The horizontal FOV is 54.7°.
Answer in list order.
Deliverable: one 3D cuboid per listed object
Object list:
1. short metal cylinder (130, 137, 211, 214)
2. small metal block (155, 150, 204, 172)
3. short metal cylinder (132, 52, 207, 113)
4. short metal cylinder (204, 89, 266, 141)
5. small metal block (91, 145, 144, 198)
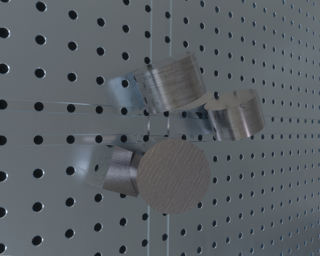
[{"bbox_3d":[0.010,0.051,0.349,0.081,0.050,0.079,0,91,-13],"label":"short metal cylinder"},{"bbox_3d":[0.022,0.042,0.412,0.050,0.050,0.025,-1,91,-40],"label":"small metal block"},{"bbox_3d":[0.012,-0.057,0.384,0.081,0.080,0.050,-33,111,-35],"label":"short metal cylinder"},{"bbox_3d":[0.113,-0.021,0.469,0.081,0.080,0.050,-33,111,-35],"label":"short metal cylinder"},{"bbox_3d":[-0.047,0.052,0.371,0.050,0.025,0.050,26,74,-37],"label":"small metal block"}]
